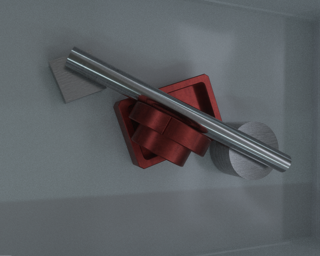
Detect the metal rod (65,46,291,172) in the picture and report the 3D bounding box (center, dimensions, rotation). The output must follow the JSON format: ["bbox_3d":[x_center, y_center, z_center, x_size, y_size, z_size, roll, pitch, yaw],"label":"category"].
[{"bbox_3d":[0.032,-0.016,0.378,0.301,0.025,0.025,26,81,-12],"label":"metal rod"}]

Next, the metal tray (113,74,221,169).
[{"bbox_3d":[0.015,-0.011,0.412,0.131,0.030,0.090,-20,97,-19],"label":"metal tray"}]

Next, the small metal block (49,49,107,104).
[{"bbox_3d":[-0.099,-0.062,0.373,0.050,0.025,0.050,-23,98,-19],"label":"small metal block"}]

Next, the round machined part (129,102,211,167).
[{"bbox_3d":[0.006,0.011,0.360,0.098,0.098,0.042,29,88,-18],"label":"round machined part"}]

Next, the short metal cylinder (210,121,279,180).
[{"bbox_3d":[0.119,0.031,0.441,0.081,0.050,0.079,0,90,-21],"label":"short metal cylinder"}]
